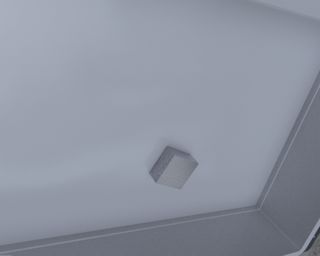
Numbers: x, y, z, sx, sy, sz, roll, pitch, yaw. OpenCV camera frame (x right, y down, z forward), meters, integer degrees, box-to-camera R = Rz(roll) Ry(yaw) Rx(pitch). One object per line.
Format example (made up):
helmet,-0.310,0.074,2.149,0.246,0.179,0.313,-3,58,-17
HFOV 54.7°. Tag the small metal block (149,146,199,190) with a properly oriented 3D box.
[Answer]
small metal block,0.021,0.060,0.459,0.050,0.025,0.050,23,106,-37
